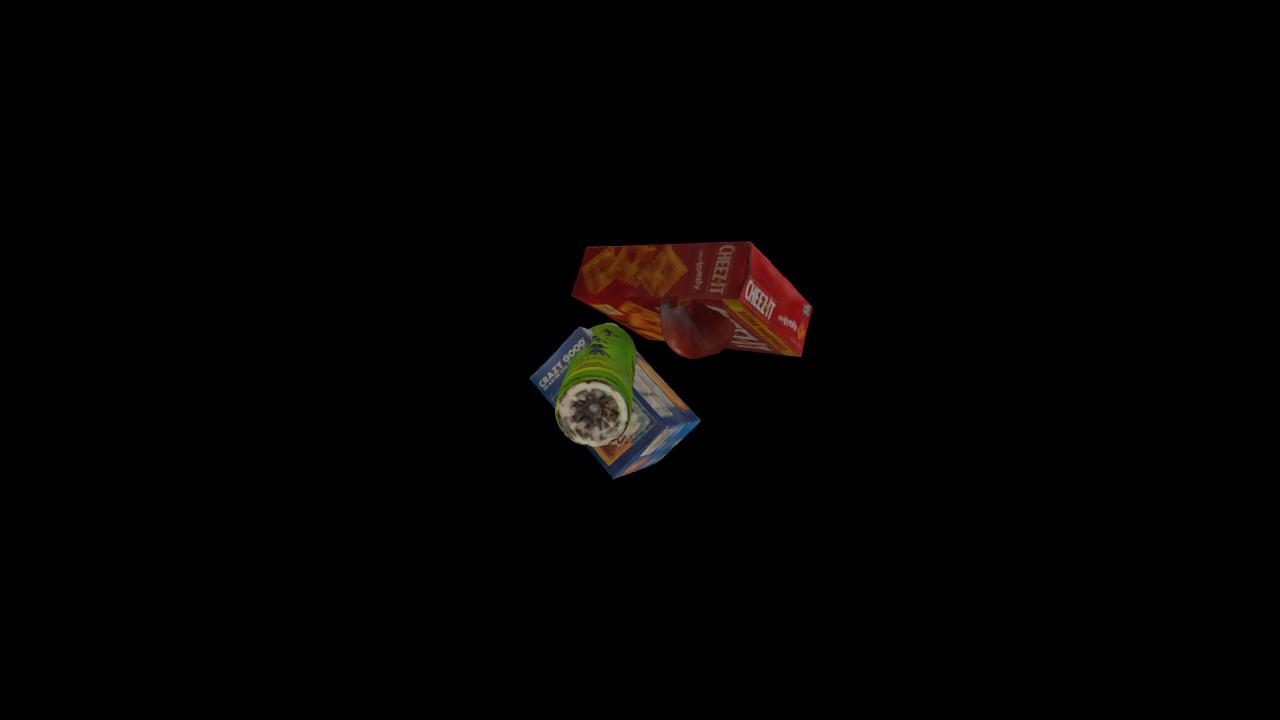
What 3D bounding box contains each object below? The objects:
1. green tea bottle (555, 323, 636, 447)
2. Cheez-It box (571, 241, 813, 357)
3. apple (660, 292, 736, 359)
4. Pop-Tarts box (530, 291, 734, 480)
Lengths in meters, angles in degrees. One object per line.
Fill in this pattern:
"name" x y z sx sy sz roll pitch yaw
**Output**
"green tea bottle" -0.040 0.009 0.635 0.073 0.073 0.212 0 22 0
"Cheez-It box" 0.060 -0.068 0.698 0.223 0.071 0.166 7 -13 38
"apple" 0.059 -0.042 0.642 0.079 0.079 0.093 0 -38 22
"Pop-Tarts box" -0.021 0.047 0.692 0.083 0.141 0.167 -44 -14 9
